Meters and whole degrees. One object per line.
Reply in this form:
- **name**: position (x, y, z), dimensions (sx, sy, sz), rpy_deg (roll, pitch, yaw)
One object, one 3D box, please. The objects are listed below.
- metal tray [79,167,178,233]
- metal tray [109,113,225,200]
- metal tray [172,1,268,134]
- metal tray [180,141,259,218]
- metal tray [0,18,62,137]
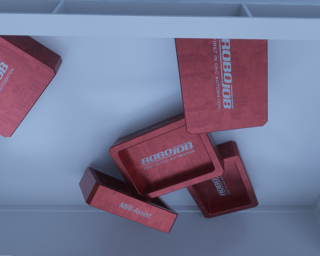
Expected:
- **metal tray**: position (-0.048, 0.104, 0.454), dimensions (0.131, 0.090, 0.030), rpy_deg (27, 87, -22)
- **metal tray**: position (0.009, 0.039, 0.417), dimensions (0.130, 0.030, 0.090), rpy_deg (-22, 104, 17)
- **metal tray**: position (0.066, -0.061, 0.334), dimensions (0.090, 0.030, 0.129), rpy_deg (-7, 115, 5)
- **metal tray**: position (0.091, 0.085, 0.479), dimensions (0.090, 0.030, 0.130), rpy_deg (-19, 128, 15)
- **metal tray**: position (-0.186, -0.054, 0.357), dimensions (0.090, 0.030, 0.129), rpy_deg (33, 123, -25)
